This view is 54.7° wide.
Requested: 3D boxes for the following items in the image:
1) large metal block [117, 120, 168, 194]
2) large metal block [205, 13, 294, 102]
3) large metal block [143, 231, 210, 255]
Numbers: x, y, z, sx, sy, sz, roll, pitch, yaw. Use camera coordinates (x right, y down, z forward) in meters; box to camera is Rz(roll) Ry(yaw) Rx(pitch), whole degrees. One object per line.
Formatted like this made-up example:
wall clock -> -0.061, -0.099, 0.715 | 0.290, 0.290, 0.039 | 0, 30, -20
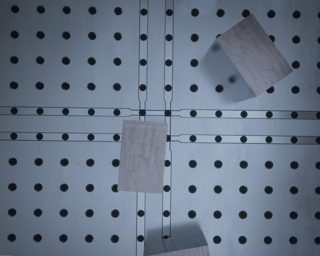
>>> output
large metal block -> -0.020, 0.032, 0.386 | 0.050, 0.080, 0.079 | 5, 90, 0
large metal block -> 0.106, -0.082, 0.387 | 0.050, 0.080, 0.080 | -36, 90, 0
large metal block -> 0.026, 0.189, 0.401 | 0.080, 0.050, 0.080 | -10, 90, -1
